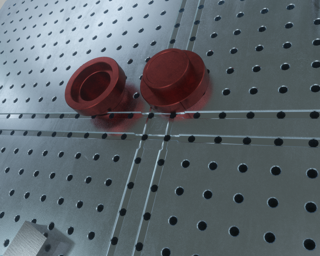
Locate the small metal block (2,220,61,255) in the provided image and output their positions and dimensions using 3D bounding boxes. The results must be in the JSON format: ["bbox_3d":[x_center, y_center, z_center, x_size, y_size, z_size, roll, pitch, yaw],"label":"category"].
[{"bbox_3d":[-0.166,0.156,0.400,0.050,0.025,0.050,19,72,35],"label":"small metal block"}]

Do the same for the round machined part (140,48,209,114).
[{"bbox_3d":[0.015,-0.072,0.434,0.098,0.042,0.098,-13,56,21],"label":"round machined part"}]

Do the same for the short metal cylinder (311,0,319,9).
[{"bbox_3d":[0.232,-0.193,0.389,0.080,0.050,0.080,-13,56,21],"label":"short metal cylinder"}]

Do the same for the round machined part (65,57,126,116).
[{"bbox_3d":[-0.096,-0.060,0.485,0.098,0.042,0.098,-13,56,21],"label":"round machined part"}]
